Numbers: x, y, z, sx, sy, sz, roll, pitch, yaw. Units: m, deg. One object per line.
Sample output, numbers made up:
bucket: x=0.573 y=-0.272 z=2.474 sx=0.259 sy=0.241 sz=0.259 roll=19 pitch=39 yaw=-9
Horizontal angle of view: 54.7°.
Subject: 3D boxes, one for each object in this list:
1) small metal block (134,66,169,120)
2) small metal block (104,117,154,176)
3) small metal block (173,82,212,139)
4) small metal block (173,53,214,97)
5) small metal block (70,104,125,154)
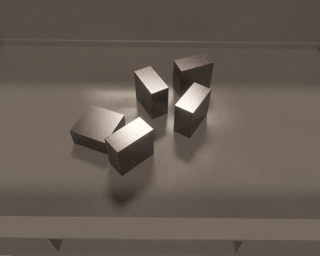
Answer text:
small metal block: x=-0.012 y=-0.049 z=0.430 sx=0.025 sy=0.050 sz=0.050 roll=-23 pitch=54 yaw=-18
small metal block: x=-0.035 y=0.022 z=0.370 sx=0.050 sy=0.050 sz=0.025 roll=-34 pitch=58 yaw=-25
small metal block: x=0.042 y=-0.023 z=0.409 sx=0.025 sy=0.050 sz=0.050 roll=26 pitch=55 yaw=20
small metal block: x=0.048 y=-0.078 z=0.455 sx=0.050 sy=0.050 sz=0.025 roll=-17 pitch=53 yaw=-14
small metal block: x=-0.079 y=0.001 z=0.403 sx=0.050 sy=0.025 sz=0.050 roll=18 pitch=52 yaw=14
